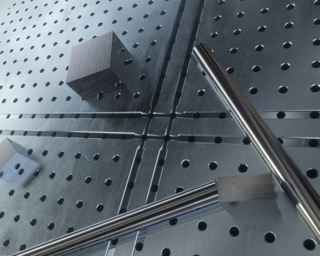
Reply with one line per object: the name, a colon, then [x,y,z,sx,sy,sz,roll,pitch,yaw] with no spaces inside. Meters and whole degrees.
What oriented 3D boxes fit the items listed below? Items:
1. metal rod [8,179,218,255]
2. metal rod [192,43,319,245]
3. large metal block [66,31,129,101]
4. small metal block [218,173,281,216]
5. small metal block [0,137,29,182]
metal rod: [-0.070,0.125,0.368,0.300,0.025,0.025,-23,53,14]
metal rod: [0.106,-0.004,0.354,0.025,0.025,0.300,-31,52,9]
large metal block: [-0.100,-0.101,0.507,0.080,0.050,0.080,-15,56,20]
small metal block: [0.089,0.067,0.305,0.050,0.050,0.025,-9,58,23]
small metal block: [-0.252,0.052,0.510,0.050,0.025,0.050,-49,52,-7]
